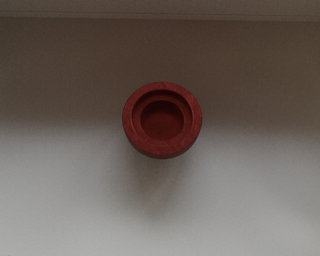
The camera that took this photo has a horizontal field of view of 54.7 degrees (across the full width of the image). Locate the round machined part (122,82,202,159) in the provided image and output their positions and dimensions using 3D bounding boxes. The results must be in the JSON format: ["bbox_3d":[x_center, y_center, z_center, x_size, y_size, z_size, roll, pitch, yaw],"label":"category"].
[{"bbox_3d":[0.003,-0.007,0.399,0.099,0.042,0.098,0,70,-1],"label":"round machined part"}]
